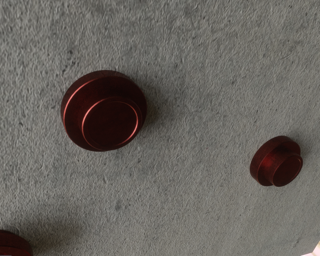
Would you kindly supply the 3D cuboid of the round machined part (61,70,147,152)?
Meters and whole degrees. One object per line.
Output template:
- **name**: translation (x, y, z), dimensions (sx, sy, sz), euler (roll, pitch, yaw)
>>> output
- **round machined part**: translation (-0.060, -0.013, 0.355), dimensions (0.099, 0.042, 0.097), euler (-14, 124, -21)

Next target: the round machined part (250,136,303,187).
- **round machined part**: translation (0.214, 0.066, 0.553), dimensions (0.099, 0.042, 0.097), euler (-14, 124, -21)

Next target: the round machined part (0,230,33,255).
- **round machined part**: translation (-0.211, 0.166, 0.383), dimensions (0.099, 0.042, 0.097), euler (-14, 124, -21)
